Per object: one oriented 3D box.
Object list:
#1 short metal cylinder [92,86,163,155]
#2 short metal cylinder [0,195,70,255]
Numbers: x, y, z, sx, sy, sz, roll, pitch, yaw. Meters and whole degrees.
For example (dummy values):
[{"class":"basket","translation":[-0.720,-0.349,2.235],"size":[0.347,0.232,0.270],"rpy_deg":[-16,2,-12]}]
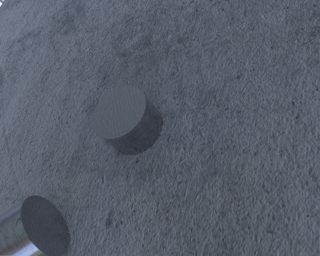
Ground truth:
[{"class":"short metal cylinder","translation":[-0.043,-0.010,0.417],"size":[0.080,0.050,0.080],"rpy_deg":[-13,56,21]},{"class":"short metal cylinder","translation":[-0.155,0.129,0.371],"size":[0.050,0.080,0.080],"rpy_deg":[-34,51,7]}]
